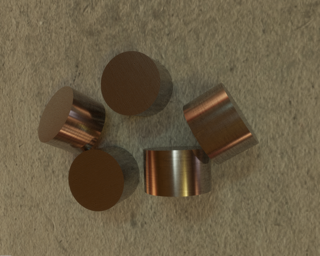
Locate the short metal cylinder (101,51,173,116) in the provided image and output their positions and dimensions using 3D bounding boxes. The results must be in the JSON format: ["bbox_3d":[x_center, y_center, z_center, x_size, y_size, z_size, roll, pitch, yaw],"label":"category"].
[{"bbox_3d":[-0.029,-0.055,0.405,0.080,0.050,0.079,0,90,19],"label":"short metal cylinder"}]

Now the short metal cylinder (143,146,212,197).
[{"bbox_3d":[0.021,0.049,0.372,0.080,0.080,0.050,-2,89,19],"label":"short metal cylinder"}]

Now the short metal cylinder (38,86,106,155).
[{"bbox_3d":[-0.119,-0.009,0.417,0.080,0.050,0.080,-24,52,36],"label":"short metal cylinder"}]

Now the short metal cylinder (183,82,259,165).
[{"bbox_3d":[0.070,-0.005,0.355,0.050,0.080,0.080,-32,80,17],"label":"short metal cylinder"}]

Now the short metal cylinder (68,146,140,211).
[{"bbox_3d":[-0.075,0.066,0.420,0.080,0.050,0.079,1,92,18],"label":"short metal cylinder"}]
